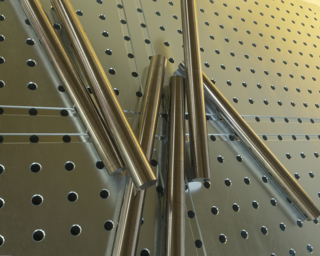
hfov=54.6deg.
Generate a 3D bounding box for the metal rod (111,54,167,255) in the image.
[{"bbox_3d":[-0.020,0.021,0.383,0.025,0.025,0.300,20,54,-16],"label":"metal rod"}]

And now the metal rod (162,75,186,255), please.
[{"bbox_3d":[0.019,0.055,0.383,0.025,0.025,0.300,16,55,-19],"label":"metal rod"}]

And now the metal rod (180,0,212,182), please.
[{"bbox_3d":[0.050,-0.072,0.452,0.025,0.025,0.299,9,66,-24],"label":"metal rod"}]

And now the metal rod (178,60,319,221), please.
[{"bbox_3d":[0.131,0.011,0.471,0.025,0.025,0.300,-32,80,-38],"label":"metal rod"}]

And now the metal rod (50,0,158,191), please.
[{"bbox_3d":[-0.079,-0.061,0.385,0.025,0.025,0.299,-12,63,-33],"label":"metal rod"}]

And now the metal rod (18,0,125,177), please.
[{"bbox_3d":[-0.120,-0.076,0.389,0.025,0.025,0.299,-20,73,-35],"label":"metal rod"}]
